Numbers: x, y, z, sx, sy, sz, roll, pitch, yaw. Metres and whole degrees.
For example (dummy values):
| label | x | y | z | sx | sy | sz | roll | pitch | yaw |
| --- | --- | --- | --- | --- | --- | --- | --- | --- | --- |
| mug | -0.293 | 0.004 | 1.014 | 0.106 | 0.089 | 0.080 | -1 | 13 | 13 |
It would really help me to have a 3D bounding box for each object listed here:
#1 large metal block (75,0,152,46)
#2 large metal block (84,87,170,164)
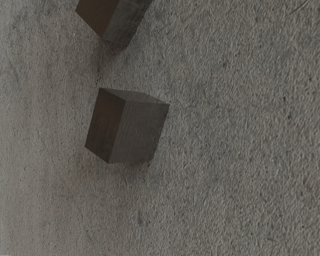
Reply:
| label | x | y | z | sx | sy | sz | roll | pitch | yaw |
| --- | --- | --- | --- | --- | --- | --- | --- | --- | --- |
| large metal block | -0.067 | -0.178 | 0.444 | 0.080 | 0.050 | 0.080 | 48 | 119 | 29 |
| large metal block | -0.042 | -0.004 | 0.404 | 0.050 | 0.081 | 0.079 | 28 | 108 | 36 |
